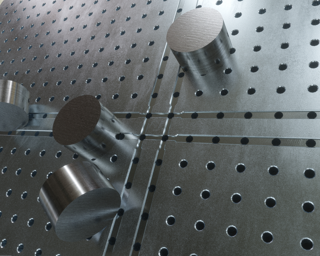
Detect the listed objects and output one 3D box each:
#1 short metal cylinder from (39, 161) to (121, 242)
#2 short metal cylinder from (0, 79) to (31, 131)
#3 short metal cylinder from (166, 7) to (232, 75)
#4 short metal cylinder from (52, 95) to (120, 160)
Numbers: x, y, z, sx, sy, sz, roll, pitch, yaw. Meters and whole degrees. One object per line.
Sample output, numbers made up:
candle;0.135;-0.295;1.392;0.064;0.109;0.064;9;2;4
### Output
short metal cylinder;-0.094;0.087;0.368;0.080;0.080;0.050;-46;51;-4
short metal cylinder;-0.268;-0.038;0.534;0.080;0.080;0.050;-22;54;14
short metal cylinder;0.056;-0.122;0.437;0.080;0.050;0.080;-13;56;20
short metal cylinder;-0.105;-0.001;0.446;0.080;0.050;0.080;-13;56;21
